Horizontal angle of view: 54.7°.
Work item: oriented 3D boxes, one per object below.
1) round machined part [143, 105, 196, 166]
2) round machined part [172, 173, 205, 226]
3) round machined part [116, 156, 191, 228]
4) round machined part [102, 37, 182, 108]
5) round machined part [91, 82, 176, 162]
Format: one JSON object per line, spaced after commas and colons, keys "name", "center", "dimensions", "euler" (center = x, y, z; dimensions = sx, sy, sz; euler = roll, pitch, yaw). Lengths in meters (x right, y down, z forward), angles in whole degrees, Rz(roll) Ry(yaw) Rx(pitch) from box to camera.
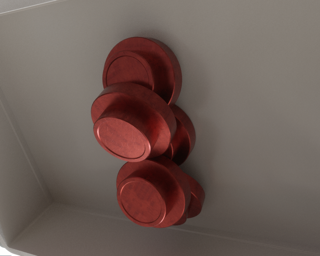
{"name": "round machined part", "center": [-0.006, 0.014, 0.408], "dimensions": [0.098, 0.042, 0.097], "euler": [13, 123, 21]}
{"name": "round machined part", "center": [0.010, 0.101, 0.435], "dimensions": [0.098, 0.042, 0.097], "euler": [15, 139, 14]}
{"name": "round machined part", "center": [-0.015, 0.084, 0.389], "dimensions": [0.098, 0.042, 0.097], "euler": [9, 111, 25]}
{"name": "round machined part", "center": [-0.027, -0.056, 0.362], "dimensions": [0.098, 0.042, 0.097], "euler": [7, 106, 26]}
{"name": "round machined part", "center": [-0.035, 0.001, 0.348], "dimensions": [0.098, 0.042, 0.097], "euler": [15, 137, 15]}
